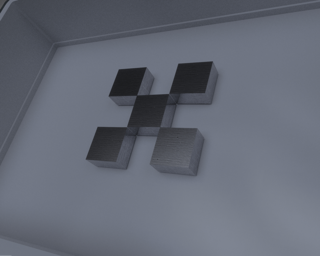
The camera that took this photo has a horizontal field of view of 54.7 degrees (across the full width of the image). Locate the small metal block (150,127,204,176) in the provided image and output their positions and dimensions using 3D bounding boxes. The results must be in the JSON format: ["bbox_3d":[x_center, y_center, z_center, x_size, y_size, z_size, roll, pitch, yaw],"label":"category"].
[{"bbox_3d":[0.021,0.027,0.375,0.050,0.025,0.050,2,62,29],"label":"small metal block"}]

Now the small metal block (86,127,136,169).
[{"bbox_3d":[-0.066,0.026,0.422,0.050,0.025,0.050,1,62,28],"label":"small metal block"}]

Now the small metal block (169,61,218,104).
[{"bbox_3d":[0.046,-0.060,0.416,0.050,0.025,0.050,3,63,29],"label":"small metal block"}]

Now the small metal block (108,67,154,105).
[{"bbox_3d":[-0.042,-0.062,0.464,0.050,0.025,0.050,2,62,29],"label":"small metal block"}]

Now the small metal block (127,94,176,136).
[{"bbox_3d":[-0.011,-0.017,0.419,0.050,0.025,0.050,1,62,28],"label":"small metal block"}]
